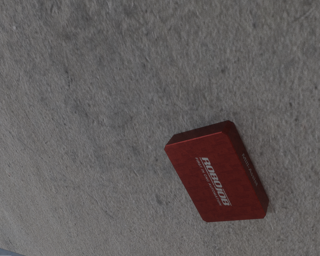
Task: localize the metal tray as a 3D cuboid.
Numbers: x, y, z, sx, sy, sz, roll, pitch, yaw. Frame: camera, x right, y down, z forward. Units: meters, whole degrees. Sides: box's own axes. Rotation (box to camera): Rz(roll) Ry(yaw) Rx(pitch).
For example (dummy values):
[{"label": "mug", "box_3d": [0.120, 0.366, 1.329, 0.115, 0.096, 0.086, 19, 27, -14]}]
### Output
[{"label": "metal tray", "box_3d": [0.074, 0.061, 0.403, 0.090, 0.030, 0.130, -17, 110, 34]}]
